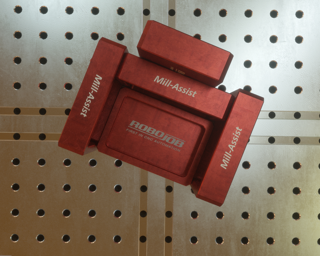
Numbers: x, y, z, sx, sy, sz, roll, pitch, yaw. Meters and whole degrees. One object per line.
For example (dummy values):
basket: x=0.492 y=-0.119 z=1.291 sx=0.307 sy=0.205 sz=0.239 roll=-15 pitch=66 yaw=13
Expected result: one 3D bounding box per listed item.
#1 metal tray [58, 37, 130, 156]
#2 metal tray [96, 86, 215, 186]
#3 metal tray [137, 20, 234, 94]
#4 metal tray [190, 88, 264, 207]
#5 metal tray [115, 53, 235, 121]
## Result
metal tray: x=-0.074 y=-0.035 z=0.380 sx=0.030 sy=0.090 sz=0.130 roll=22 pitch=90 yaw=0
metal tray: x=-0.006 y=0.011 z=0.410 sx=0.131 sy=0.030 sz=0.090 roll=22 pitch=90 yaw=-1
metal tray: x=0.025 y=-0.075 z=0.360 sx=0.090 sy=0.130 sz=0.030 roll=22 pitch=91 yaw=0
metal tray: x=0.077 y=0.021 z=0.381 sx=0.030 sy=0.090 sz=0.129 roll=22 pitch=90 yaw=0
metal tray: x=0.017 y=-0.046 z=0.381 sx=0.131 sy=0.090 sz=0.030 roll=22 pitch=91 yaw=-1
